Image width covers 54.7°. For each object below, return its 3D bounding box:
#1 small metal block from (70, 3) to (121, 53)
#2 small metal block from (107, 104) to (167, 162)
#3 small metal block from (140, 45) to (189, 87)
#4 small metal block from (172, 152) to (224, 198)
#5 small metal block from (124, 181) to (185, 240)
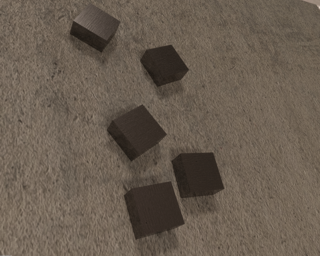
[{"bbox_3d":[-0.092,-0.144,0.443,0.050,0.025,0.050,30,52,-10],"label":"small metal block"},{"bbox_3d":[-0.029,0.005,0.386,0.050,0.025,0.050,-33,80,-38],"label":"small metal block"},{"bbox_3d":[0.007,-0.095,0.467,0.050,0.025,0.050,-23,74,-36],"label":"small metal block"},{"bbox_3d":[0.048,0.060,0.395,0.050,0.025,0.050,1,61,-28],"label":"small metal block"},{"bbox_3d":[-0.007,0.091,0.346,0.050,0.025,0.050,-5,64,-31],"label":"small metal block"}]
